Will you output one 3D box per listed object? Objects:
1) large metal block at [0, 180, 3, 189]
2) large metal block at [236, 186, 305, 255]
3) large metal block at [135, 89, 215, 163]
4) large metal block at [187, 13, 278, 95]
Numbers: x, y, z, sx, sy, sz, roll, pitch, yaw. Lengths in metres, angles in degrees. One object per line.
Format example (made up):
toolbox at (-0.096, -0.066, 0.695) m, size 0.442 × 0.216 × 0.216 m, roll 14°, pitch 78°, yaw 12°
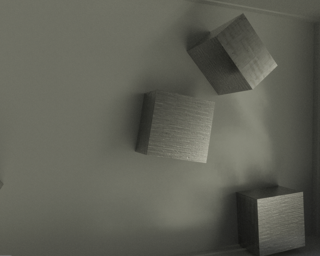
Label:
large metal block at (-0.211, 0.067, 0.303) m, size 0.080 × 0.080 × 0.050 m, roll -36°, pitch 102°, yaw -17°
large metal block at (0.164, 0.134, 0.460) m, size 0.081 × 0.050 × 0.079 m, roll -3°, pitch 91°, yaw -20°
large metal block at (0.019, -0.001, 0.405) m, size 0.081 × 0.050 × 0.080 m, roll 10°, pitch 87°, yaw -20°
large metal block at (0.094, -0.094, 0.417) m, size 0.050 × 0.080 × 0.080 m, roll -43°, pitch 104°, yaw -15°
